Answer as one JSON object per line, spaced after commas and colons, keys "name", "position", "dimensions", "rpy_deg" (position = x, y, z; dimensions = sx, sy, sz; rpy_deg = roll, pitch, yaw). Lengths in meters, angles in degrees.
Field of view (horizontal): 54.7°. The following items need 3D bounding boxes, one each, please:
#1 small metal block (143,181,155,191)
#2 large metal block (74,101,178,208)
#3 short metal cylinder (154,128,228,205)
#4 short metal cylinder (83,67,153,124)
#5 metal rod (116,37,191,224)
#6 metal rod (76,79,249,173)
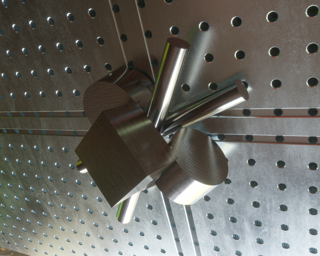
{"name": "small metal block", "position": [-0.018, 0.058, 0.452], "dimensions": [0.050, 0.025, 0.050], "rpy_deg": [-31, 101, 38]}
{"name": "large metal block", "position": [-0.040, 0.030, 0.348], "dimensions": [0.080, 0.050, 0.080], "rpy_deg": [54, 131, 12]}
{"name": "short metal cylinder", "position": [0.036, 0.047, 0.381], "dimensions": [0.080, 0.080, 0.050], "rpy_deg": [40, 130, 1]}
{"name": "short metal cylinder", "position": [-0.050, -0.031, 0.397], "dimensions": [0.080, 0.050, 0.079], "rpy_deg": [13, 124, 21]}
{"name": "metal rod", "position": [-0.019, 0.027, 0.401], "dimensions": [0.025, 0.025, 0.298], "rpy_deg": [27, 128, 11]}
{"name": "metal rod", "position": [-0.019, 0.011, 0.423], "dimensions": [0.299, 0.025, 0.025], "rpy_deg": [-26, 105, 37]}
